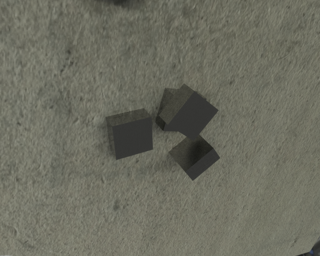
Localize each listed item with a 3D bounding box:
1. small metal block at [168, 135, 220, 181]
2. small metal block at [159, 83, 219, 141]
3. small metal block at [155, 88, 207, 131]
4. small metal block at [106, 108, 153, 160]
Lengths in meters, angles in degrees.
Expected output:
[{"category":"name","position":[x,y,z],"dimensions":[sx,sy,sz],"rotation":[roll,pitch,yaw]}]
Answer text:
[{"category":"small metal block","position":[0.048,0.039,0.443],"dimensions":[0.050,0.050,0.025],"rotation":[-40,130,-2]},{"category":"small metal block","position":[0.036,-0.019,0.384],"dimensions":[0.050,0.025,0.050],"rotation":[32,100,-38]},{"category":"small metal block","position":[0.027,-0.023,0.409],"dimensions":[0.050,0.025,0.050],"rotation":[2,117,-30]},{"category":"small metal block","position":[-0.038,0.007,0.392],"dimensions":[0.050,0.025,0.050],"rotation":[-15,125,-21]}]
